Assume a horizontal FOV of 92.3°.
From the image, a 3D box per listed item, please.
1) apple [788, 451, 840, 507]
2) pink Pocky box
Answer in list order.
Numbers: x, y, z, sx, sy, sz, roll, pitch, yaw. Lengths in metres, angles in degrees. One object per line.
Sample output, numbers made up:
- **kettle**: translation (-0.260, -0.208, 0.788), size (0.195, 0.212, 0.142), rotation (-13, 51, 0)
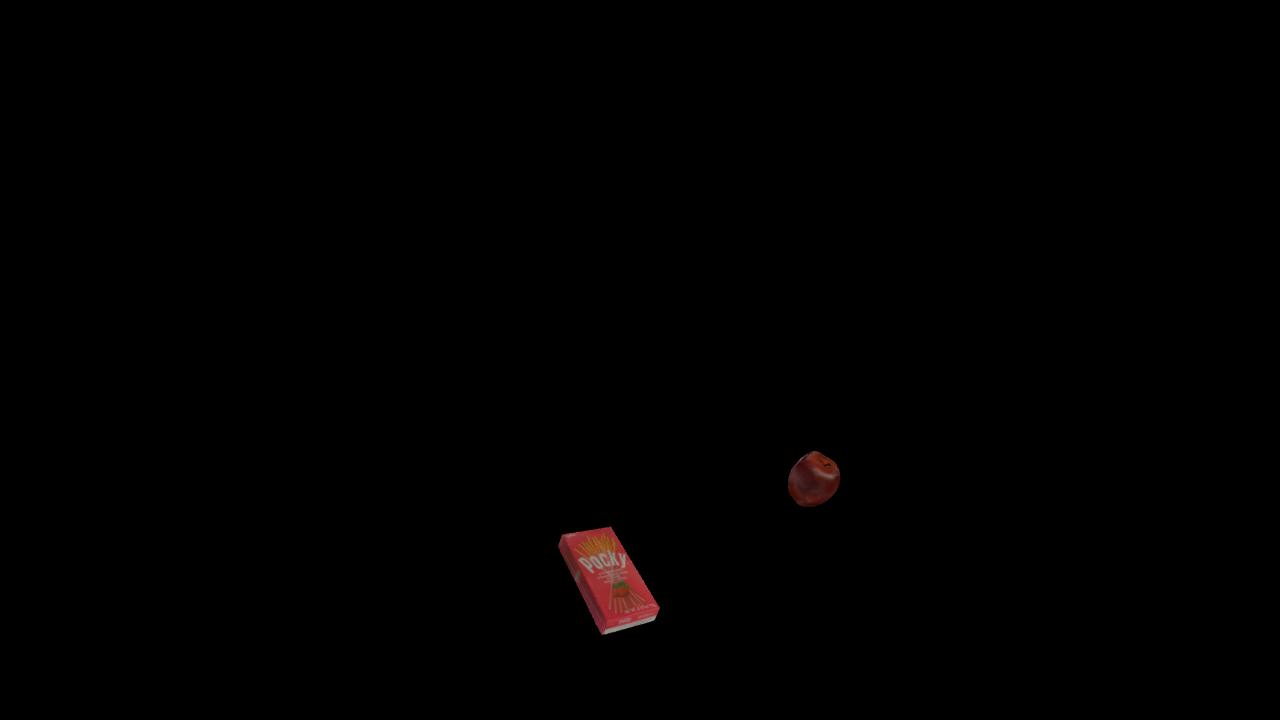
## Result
- **apple**: translation (0.277, 0.192, 0.982), size (0.079, 0.093, 0.079), rotation (16, 36, -12)
- **pink Pocky box**: translation (-0.046, 0.300, 0.853), size (0.084, 0.029, 0.155), rotation (1, 31, -34)
